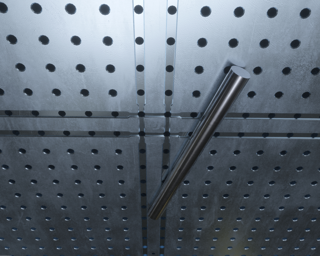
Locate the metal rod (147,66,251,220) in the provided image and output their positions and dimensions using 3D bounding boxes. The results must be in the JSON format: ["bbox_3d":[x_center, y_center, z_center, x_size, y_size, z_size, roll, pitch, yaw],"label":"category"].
[{"bbox_3d":[0.042,0.042,0.447,0.025,0.025,0.298,15,128,-13],"label":"metal rod"}]
